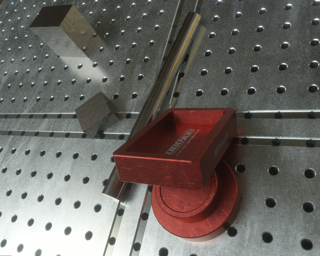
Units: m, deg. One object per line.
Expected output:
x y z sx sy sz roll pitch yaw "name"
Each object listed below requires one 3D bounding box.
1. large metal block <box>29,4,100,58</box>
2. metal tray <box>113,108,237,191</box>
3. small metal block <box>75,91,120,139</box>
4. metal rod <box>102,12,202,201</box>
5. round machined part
-0.174 -0.176 0.569 0.080 0.080 0.050 10 67 32 "large metal block"
0.023 0.015 0.335 0.090 0.030 0.131 2 24 28 "metal tray"
-0.095 -0.020 0.468 0.050 0.025 0.050 -35 52 5 "small metal block"
-0.004 -0.043 0.435 0.025 0.025 0.300 11 67 32 "metal rod"
0.034 0.069 0.336 0.098 0.042 0.098 -13 56 20 "round machined part"
